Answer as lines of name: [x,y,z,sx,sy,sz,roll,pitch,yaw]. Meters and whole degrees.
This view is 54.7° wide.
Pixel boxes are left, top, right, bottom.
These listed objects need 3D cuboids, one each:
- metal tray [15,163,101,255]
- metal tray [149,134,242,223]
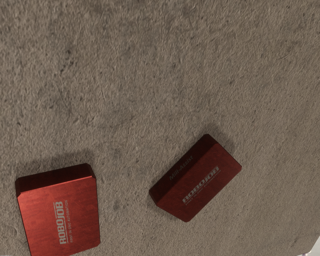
metal tray: [-0.129,0.114,0.405,0.091,0.030,0.129,-11,123,-23]
metal tray: [0.058,0.082,0.488,0.130,0.030,0.090,-46,130,3]
